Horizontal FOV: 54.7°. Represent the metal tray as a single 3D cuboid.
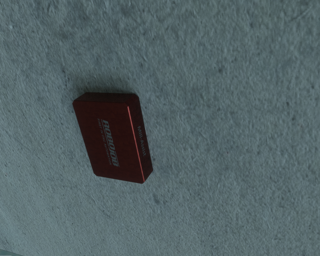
[{"bbox_3d":[-0.066,0.015,0.446,0.090,0.030,0.129,5,121,25],"label":"metal tray"}]
